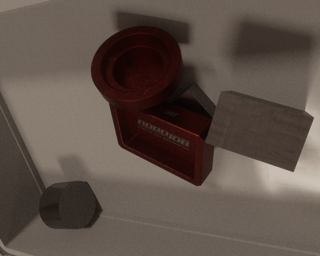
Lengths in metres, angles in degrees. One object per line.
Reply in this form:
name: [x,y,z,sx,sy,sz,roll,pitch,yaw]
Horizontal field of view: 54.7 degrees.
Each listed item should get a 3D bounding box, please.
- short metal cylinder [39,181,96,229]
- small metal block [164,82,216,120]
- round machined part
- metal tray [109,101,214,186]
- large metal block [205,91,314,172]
short metal cylinder: [-0.159,0.134,0.537,0.050,0.080,0.080,-11,113,32]
small metal block: [0.038,-0.019,0.376,0.050,0.025,0.050,48,129,-6]
round machined part: [-0.022,-0.062,0.346,0.098,0.098,0.042,16,159,18]
metal tray: [0.001,0.009,0.381,0.130,0.030,0.089,24,142,26]
large metal block: [0.099,-0.002,0.311,0.080,0.080,0.050,19,103,17]
